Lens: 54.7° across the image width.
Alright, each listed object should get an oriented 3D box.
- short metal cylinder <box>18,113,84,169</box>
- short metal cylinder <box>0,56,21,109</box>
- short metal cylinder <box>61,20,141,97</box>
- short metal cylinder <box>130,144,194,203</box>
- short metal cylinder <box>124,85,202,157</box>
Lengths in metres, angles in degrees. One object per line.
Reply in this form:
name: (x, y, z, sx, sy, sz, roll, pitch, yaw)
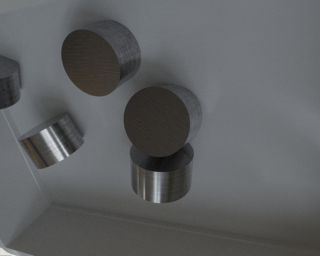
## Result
short metal cylinder: (-0.163, 0.018, 0.468, 0.080, 0.080, 0.050, -15, 111, 34)
short metal cylinder: (-0.254, -0.069, 0.461, 0.080, 0.080, 0.050, 23, 127, 14)
short metal cylinder: (-0.070, -0.085, 0.375, 0.080, 0.050, 0.079, 13, 124, 20)
short metal cylinder: (0.002, 0.050, 0.402, 0.080, 0.080, 0.050, 14, 124, 20)
short metal cylinder: (0.005, -0.011, 0.368, 0.080, 0.050, 0.079, 5, 102, 22)
